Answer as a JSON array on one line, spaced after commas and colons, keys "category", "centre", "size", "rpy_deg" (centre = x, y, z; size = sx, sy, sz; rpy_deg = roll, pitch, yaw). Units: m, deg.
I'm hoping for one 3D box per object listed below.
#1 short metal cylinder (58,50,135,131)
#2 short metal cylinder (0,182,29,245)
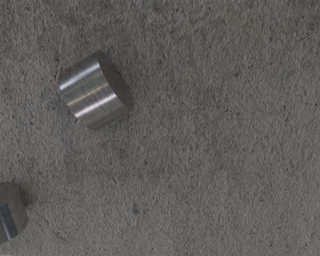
[{"category": "short metal cylinder", "centre": [-0.072, -0.043, 0.364], "size": [0.050, 0.080, 0.080], "rpy_deg": [-28, 108, 10]}, {"category": "short metal cylinder", "centre": [-0.228, 0.117, 0.421], "size": [0.080, 0.080, 0.050], "rpy_deg": [-6, 110, 2]}]
